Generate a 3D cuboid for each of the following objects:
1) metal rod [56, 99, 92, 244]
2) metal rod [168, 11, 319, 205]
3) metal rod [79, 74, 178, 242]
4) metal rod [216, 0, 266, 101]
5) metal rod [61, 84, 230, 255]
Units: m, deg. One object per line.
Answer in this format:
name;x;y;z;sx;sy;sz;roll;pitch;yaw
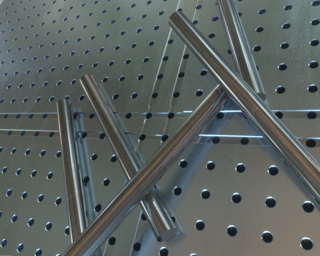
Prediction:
metal rod;-0.118;0.073;0.422;0.025;0.025;0.299;-28;52;10
metal rod;0.092;-0.041;0.356;0.025;0.025;0.299;-35;60;5
metal rod;-0.057;0.018;0.425;0.025;0.025;0.300;-37;51;3
metal rod;0.103;-0.159;0.450;0.025;0.025;0.299;-17;55;18
metal rod;-0.007;0.048;0.352;0.025;0.025;0.301;30;69;37
